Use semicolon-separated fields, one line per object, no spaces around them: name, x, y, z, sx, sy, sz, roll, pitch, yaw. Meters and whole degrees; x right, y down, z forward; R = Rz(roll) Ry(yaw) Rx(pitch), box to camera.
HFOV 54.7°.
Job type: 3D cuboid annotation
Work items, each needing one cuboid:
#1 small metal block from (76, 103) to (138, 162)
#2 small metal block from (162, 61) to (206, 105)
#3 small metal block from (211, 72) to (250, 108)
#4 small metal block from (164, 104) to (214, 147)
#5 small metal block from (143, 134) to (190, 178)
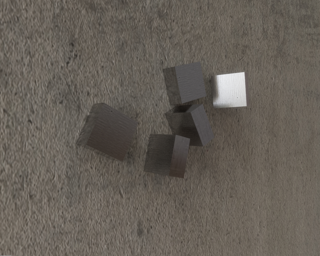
small metal block;-0.060;0.005;0.354;0.050;0.025;0.050;32;70;-36
small metal block;0.035;-0.063;0.433;0.050;0.025;0.050;-20;103;-38
small metal block;0.108;-0.057;0.475;0.025;0.050;0.050;-13;100;-63
small metal block;0.040;-0.004;0.421;0.025;0.050;0.050;-35;112;-35
small metal block;0.008;0.035;0.395;0.025;0.050;0.050;17;80;-39
